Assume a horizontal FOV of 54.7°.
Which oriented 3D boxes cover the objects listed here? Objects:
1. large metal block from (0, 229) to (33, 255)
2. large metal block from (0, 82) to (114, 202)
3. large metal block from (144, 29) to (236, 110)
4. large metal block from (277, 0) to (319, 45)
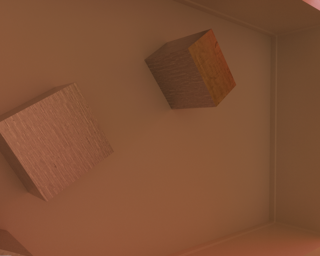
[{"bbox_3d":[-0.158,0.103,0.238,0.080,0.080,0.050,35,69,-35],"label":"large metal block"},{"bbox_3d":[-0.106,0.011,0.302,0.080,0.050,0.080,-38,114,-33],"label":"large metal block"},{"bbox_3d":[0.039,-0.072,0.403,0.050,0.080,0.080,-45,117,-31],"label":"large metal block"},{"bbox_3d":[0.286,-0.226,0.632,0.081,0.050,0.080,12,83,-39],"label":"large metal block"}]
